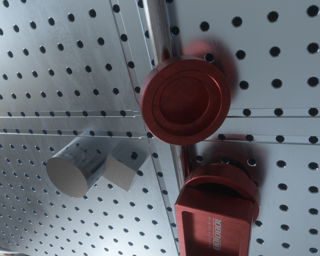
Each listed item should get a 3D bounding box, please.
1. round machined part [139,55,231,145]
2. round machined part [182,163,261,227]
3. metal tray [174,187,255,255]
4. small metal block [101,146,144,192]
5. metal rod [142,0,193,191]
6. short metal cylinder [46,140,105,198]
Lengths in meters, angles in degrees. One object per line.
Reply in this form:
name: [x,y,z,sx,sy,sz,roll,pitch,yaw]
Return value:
round machined part: [0.025,-0.033,0.346,0.099,0.042,0.097,-5,115,-11]
round machined part: [0.081,0.084,0.405,0.098,0.042,0.097,13,130,16]
metal tray: [0.070,0.139,0.403,0.090,0.030,0.129,9,130,20]
small metal block: [-0.059,0.064,0.482,0.050,0.025,0.050,30,128,8]
metal rod: [0.017,-0.020,0.389,0.025,0.025,0.298,3,120,27]
short metal cylinder: [-0.138,0.067,0.509,0.080,0.050,0.079,13,124,21]
